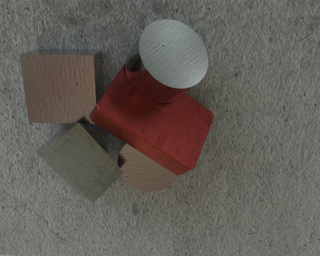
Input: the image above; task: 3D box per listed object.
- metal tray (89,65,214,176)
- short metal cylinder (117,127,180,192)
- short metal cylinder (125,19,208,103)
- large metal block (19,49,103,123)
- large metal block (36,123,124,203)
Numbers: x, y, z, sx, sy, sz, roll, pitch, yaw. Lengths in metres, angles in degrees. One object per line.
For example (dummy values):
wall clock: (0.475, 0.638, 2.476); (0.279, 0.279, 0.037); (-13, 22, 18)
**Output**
metal tray: (-0.005, -0.014, 0.372); (0.130, 0.090, 0.030); (34, 146, -12)
short metal cylinder: (-0.013, 0.037, 0.412); (0.081, 0.050, 0.079); (0, 110, 0)
short metal cylinder: (0.006, -0.073, 0.350); (0.081, 0.050, 0.080); (6, 74, -22)
large metal block: (-0.114, -0.052, 0.375); (0.081, 0.050, 0.079); (1, 110, -1)
large metal block: (-0.103, 0.042, 0.389); (0.050, 0.080, 0.080); (-46, 108, -22)
